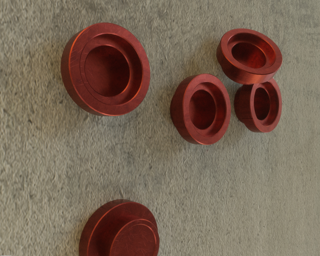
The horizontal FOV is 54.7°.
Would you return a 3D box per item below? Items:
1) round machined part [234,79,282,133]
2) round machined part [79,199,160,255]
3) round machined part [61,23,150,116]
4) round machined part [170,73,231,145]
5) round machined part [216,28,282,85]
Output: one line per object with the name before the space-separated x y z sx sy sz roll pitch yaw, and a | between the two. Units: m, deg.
round machined part | 0.164 -0.041 0.531 0.099 0.042 0.097 0 90 -40
round machined part | -0.039 0.136 0.361 0.099 0.042 0.097 0 90 -40
round machined part | -0.062 -0.061 0.341 0.099 0.042 0.097 0 90 -40
round machined part | 0.053 -0.026 0.438 0.099 0.042 0.097 0 90 -40
round machined part | 0.135 -0.107 0.485 0.099 0.042 0.098 6 57 -8
